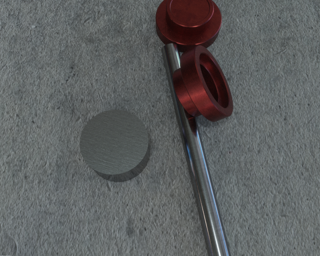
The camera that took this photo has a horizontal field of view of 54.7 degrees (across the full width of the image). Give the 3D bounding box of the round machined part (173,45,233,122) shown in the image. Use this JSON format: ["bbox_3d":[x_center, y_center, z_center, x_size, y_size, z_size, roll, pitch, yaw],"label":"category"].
[{"bbox_3d":[0.053,-0.053,0.399,0.042,0.098,0.098,-23,67,29],"label":"round machined part"}]

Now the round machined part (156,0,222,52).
[{"bbox_3d":[0.043,-0.165,0.460,0.099,0.042,0.098,0,70,0],"label":"round machined part"}]

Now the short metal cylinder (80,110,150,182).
[{"bbox_3d":[-0.054,0.023,0.386,0.081,0.050,0.080,0,70,0],"label":"short metal cylinder"}]

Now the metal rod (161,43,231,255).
[{"bbox_3d":[0.043,0.022,0.400,0.025,0.025,0.299,-10,70,-4],"label":"metal rod"}]
